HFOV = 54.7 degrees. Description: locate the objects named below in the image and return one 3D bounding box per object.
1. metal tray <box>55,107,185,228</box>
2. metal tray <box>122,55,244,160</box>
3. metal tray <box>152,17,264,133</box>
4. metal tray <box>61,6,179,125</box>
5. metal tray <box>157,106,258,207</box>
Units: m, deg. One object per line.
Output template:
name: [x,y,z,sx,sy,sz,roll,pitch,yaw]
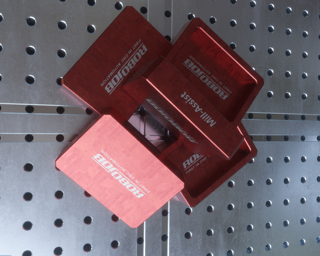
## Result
metal tray: [-0.045,0.050,0.374,0.090,0.030,0.130,-43,105,11]
metal tray: [0.023,-0.019,0.355,0.130,0.090,0.030,42,77,-16]
metal tray: [0.064,-0.065,0.402,0.130,0.030,0.090,38,78,-17]
metal tray: [-0.048,-0.075,0.392,0.090,0.030,0.130,41,77,-16]
metal tray: [0.065,0.035,0.434,0.131,0.030,0.090,-35,102,-17]
